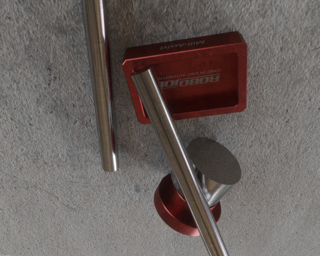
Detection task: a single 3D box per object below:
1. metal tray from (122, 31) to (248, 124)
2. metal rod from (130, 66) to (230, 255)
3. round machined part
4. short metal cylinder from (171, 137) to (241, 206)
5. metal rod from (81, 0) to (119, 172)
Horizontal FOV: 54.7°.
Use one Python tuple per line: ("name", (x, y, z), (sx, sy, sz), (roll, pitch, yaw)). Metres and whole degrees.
("metal tray", (0.031, -0.054, 0.357), (0.131, 0.030, 0.090), (-7, 130, 6))
("metal rod", (0.036, 0.069, 0.373), (0.025, 0.025, 0.299), (-18, 112, 14))
("round machined part", (0.045, 0.100, 0.445), (0.099, 0.098, 0.042), (17, 126, -14))
("short metal cylinder", (0.062, 0.059, 0.422), (0.080, 0.080, 0.050), (19, 127, -16))
("metal rod", (-0.067, -0.058, 0.356), (0.025, 0.025, 0.298), (1, 130, -1))
